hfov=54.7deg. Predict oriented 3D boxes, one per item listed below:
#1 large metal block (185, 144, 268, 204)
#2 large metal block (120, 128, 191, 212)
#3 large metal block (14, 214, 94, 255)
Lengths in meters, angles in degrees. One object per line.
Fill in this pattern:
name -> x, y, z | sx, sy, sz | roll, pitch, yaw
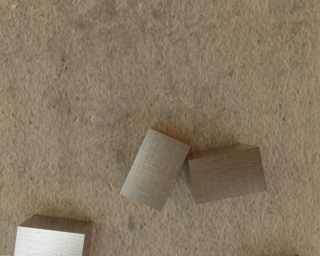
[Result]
large metal block -> 0.075, 0.053, 0.384 | 0.080, 0.080, 0.050 | -11, 90, 0
large metal block -> -0.005, 0.046, 0.382 | 0.050, 0.080, 0.080 | 24, 90, -1
large metal block -> -0.135, 0.162, 0.396 | 0.081, 0.050, 0.080 | 7, 90, -1
